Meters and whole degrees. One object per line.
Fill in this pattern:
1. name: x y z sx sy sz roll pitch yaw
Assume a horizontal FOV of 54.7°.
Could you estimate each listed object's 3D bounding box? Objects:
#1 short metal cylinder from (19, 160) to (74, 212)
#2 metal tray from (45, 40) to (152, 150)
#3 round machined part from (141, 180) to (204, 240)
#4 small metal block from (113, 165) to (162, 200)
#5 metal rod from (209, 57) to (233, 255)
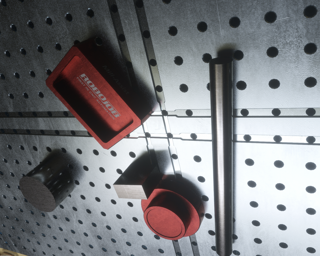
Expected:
1. short metal cylinder: -0.207 0.106 0.567 0.080 0.050 0.079 13 124 20
2. metal tray: -0.085 -0.042 0.425 0.130 0.030 0.090 49 128 -7
3. round machined part: 0.014 0.131 0.472 0.098 0.042 0.097 13 124 20
4. small metal block: -0.033 0.079 0.460 0.050 0.050 0.025 -5 116 30
5. metal rod: 0.082 0.058 0.402 0.025 0.025 0.298 7 122 24
